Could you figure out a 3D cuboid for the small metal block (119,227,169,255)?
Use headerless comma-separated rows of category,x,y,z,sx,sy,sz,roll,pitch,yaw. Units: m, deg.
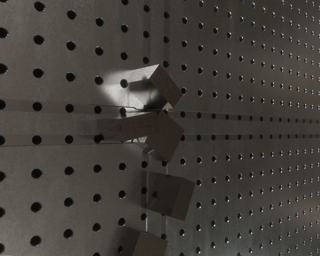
small metal block,-0.023,0.160,0.393,0.050,0.025,0.050,32,70,-36

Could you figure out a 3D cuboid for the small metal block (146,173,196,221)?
small metal block,0.014,0.089,0.407,0.025,0.050,0.050,30,72,-37

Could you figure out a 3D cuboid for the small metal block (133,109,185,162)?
small metal block,-0.001,0.010,0.411,0.050,0.025,0.050,40,65,-33

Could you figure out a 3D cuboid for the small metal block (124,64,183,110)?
small metal block,-0.008,-0.050,0.388,0.050,0.050,0.025,48,62,-30

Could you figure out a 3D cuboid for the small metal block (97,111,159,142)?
small metal block,-0.038,-0.002,0.363,0.050,0.050,0.025,-14,99,-39
